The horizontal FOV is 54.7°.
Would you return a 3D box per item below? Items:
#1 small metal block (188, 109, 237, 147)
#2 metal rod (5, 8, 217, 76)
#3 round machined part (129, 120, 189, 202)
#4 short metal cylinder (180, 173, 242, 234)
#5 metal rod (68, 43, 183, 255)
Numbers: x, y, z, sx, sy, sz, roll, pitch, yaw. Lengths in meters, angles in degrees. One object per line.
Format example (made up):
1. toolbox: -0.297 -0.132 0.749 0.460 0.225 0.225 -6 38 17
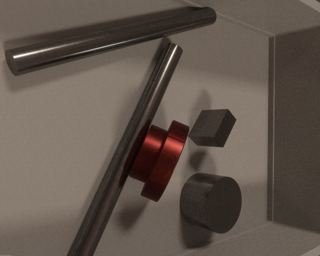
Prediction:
1. small metal block: 0.077 0.000 0.457 0.025 0.050 0.050 45 63 -31
2. metal rod: -0.032 -0.115 0.381 0.302 0.025 0.025 -27 107 -37
3. round machined part: -0.004 0.034 0.370 0.042 0.098 0.098 24 72 0
4. short metal cylinder: 0.076 0.109 0.457 0.081 0.050 0.079 0 90 -40
5. metal rod: -0.036 0.022 0.377 0.025 0.025 0.300 36 68 -35
